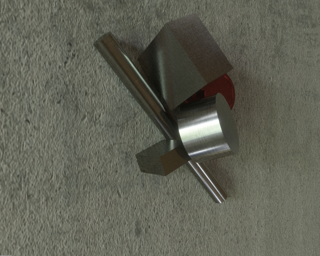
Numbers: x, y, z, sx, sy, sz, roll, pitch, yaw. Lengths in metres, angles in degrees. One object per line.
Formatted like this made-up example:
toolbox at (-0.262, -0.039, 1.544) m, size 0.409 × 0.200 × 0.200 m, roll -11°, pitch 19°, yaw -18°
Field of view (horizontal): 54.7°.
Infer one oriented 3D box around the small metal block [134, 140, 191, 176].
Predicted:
small metal block at (0.005, 0.036, 0.397) m, size 0.050 × 0.050 × 0.025 m, roll -27°, pitch 107°, yaw -38°

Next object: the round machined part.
round machined part at (0.074, -0.049, 0.459) m, size 0.099 × 0.042 × 0.097 m, roll 0°, pitch 90°, yaw -40°

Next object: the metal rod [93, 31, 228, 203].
metal rod at (0.015, 0.003, 0.421) m, size 0.025 × 0.025 × 0.300 m, roll -53°, pitch 121°, yaw -27°

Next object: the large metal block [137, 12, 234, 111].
large metal block at (0.028, -0.079, 0.382) m, size 0.050 × 0.080 × 0.080 m, roll -33°, pitch 89°, yaw -34°

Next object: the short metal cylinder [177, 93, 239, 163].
short metal cylinder at (0.063, 0.000, 0.397) m, size 0.080 × 0.050 × 0.080 m, roll 43°, pitch 39°, yaw -47°
